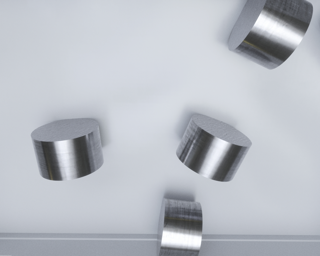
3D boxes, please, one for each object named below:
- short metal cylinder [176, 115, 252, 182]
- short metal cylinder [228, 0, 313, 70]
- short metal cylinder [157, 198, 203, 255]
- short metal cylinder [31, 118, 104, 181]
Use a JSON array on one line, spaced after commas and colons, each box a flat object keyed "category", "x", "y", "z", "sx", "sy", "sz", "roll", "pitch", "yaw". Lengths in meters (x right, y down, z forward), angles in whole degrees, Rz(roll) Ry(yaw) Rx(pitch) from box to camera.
[{"category": "short metal cylinder", "x": 0.067, "y": 0.024, "z": 0.391, "sx": 0.080, "sy": 0.080, "sz": 0.050, "roll": 20, "pitch": 109, "yaw": -8}, {"category": "short metal cylinder", "x": 0.119, "y": -0.112, "z": 0.342, "sx": 0.050, "sy": 0.080, "sz": 0.080, "roll": 23, "pitch": 108, "yaw": -8}, {"category": "short metal cylinder", "x": 0.026, "y": 0.141, "z": 0.434, "sx": 0.050, "sy": 0.080, "sz": 0.079, "roll": 8, "pitch": 110, "yaw": -3}, {"category": "short metal cylinder", "x": -0.115, "y": 0.024, "z": 0.390, "sx": 0.080, "sy": 0.080, "sz": 0.050, "roll": -4, "pitch": 110, "yaw": 1}]
